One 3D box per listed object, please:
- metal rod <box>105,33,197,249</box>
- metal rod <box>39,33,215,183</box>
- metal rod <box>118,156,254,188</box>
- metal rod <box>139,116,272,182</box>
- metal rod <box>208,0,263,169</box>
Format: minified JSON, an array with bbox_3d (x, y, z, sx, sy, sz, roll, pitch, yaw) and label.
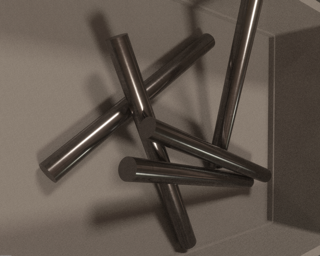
[{"bbox_3d":[-0.003,0.035,0.382,0.025,0.025,0.298,-36,120,-34],"label":"metal rod"},{"bbox_3d":[-0.020,-0.043,0.391,0.301,0.025,0.025,-44,117,-31],"label":"metal rod"},{"bbox_3d":[0.060,0.066,0.421,0.302,0.025,0.025,16,80,-51],"label":"metal rod"},{"bbox_3d":[0.085,0.041,0.436,0.301,0.025,0.025,23,76,-45],"label":"metal rod"},{"bbox_3d":[0.101,-0.071,0.410,0.025,0.025,0.298,-22,130,-38],"label":"metal rod"}]
